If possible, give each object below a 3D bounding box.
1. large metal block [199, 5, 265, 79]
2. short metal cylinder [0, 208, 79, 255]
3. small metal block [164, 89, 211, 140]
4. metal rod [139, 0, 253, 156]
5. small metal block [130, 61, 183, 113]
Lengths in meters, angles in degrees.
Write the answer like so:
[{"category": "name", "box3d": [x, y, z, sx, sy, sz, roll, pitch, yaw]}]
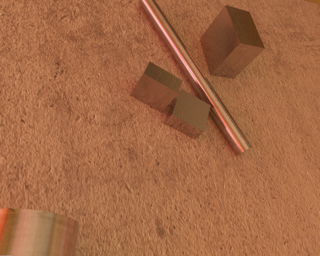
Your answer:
[{"category": "large metal block", "box3d": [0.117, -0.141, 0.517, 0.050, 0.080, 0.080, 3, 60, -27]}, {"category": "short metal cylinder", "box3d": [-0.110, 0.101, 0.248, 0.081, 0.080, 0.050, 13, 56, -21]}, {"category": "small metal block", "box3d": [0.039, -0.020, 0.437, 0.050, 0.025, 0.050, 28, 52, -11]}, {"category": "metal rod", "box3d": [0.050, -0.091, 0.485, 0.025, 0.025, 0.299, -20, 72, -36]}, {"category": "small metal block", "box3d": [-0.005, -0.054, 0.418, 0.050, 0.050, 0.025, 29, 52, -10]}]
